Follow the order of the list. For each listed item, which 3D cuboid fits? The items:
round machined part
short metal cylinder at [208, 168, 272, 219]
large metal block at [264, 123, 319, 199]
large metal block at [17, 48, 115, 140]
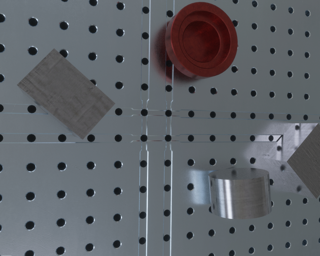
[{"bbox_3d":[0.052,-0.116,0.422,0.099,0.042,0.097,0,90,-20],"label":"round machined part"},{"bbox_3d":[0.109,0.087,0.423,0.081,0.080,0.050,-6,92,-20],"label":"short metal cylinder"},{"bbox_3d":[0.225,0.049,0.482,0.080,0.050,0.080,-45,104,-14],"label":"large metal block"},{"bbox_3d":[-0.104,-0.033,0.345,0.080,0.080,0.050,43,77,-15],"label":"large metal block"}]
